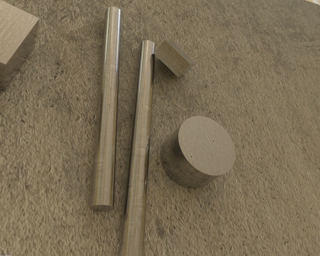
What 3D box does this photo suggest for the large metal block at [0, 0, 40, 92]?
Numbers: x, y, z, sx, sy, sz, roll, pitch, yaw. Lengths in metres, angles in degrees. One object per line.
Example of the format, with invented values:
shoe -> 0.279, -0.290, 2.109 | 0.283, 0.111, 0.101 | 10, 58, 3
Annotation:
large metal block -> -0.193, -0.099, 0.344 | 0.080, 0.050, 0.080 | 24, 53, -14

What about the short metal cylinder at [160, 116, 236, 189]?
short metal cylinder -> 0.048, 0.031, 0.394 | 0.081, 0.050, 0.080 | 14, 56, -21

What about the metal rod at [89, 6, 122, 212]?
metal rod -> -0.066, -0.046, 0.396 | 0.025, 0.025, 0.299 | 11, 57, -22

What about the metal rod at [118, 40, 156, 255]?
metal rod -> -0.024, 0.003, 0.388 | 0.025, 0.025, 0.300 | 15, 55, -20

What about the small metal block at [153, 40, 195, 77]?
small metal block -> 0.023, -0.104, 0.465 | 0.050, 0.025, 0.050 | 44, 20, 1
